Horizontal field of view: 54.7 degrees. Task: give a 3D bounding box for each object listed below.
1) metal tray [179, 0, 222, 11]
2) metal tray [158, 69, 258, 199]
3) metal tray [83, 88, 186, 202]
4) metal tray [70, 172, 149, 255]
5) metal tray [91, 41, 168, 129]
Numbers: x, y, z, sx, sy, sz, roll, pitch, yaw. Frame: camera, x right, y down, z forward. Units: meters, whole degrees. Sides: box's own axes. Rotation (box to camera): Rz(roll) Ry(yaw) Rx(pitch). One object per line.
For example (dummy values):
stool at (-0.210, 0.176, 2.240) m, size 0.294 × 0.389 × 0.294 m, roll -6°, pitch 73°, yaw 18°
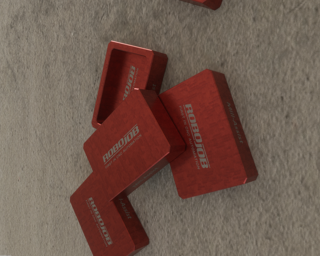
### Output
metal tray at (0.050, -0.214, 0.359) m, size 0.090 × 0.030 × 0.129 m, roll 33°, pitch 110°, yaw 35°
metal tray at (0.048, 0.009, 0.361) m, size 0.090 × 0.030 × 0.129 m, roll -25°, pitch 75°, yaw 37°
metal tray at (-0.039, 0.024, 0.392) m, size 0.129 × 0.030 × 0.090 m, roll -42°, pitch 65°, yaw 32°
metal tray at (-0.080, 0.136, 0.465) m, size 0.090 × 0.030 × 0.130 m, roll -46°, pitch 63°, yaw 30°
metal tray at (-0.046, -0.050, 0.437) m, size 0.090 × 0.030 × 0.129 m, roll 24°, pitch 105°, yaw 37°
